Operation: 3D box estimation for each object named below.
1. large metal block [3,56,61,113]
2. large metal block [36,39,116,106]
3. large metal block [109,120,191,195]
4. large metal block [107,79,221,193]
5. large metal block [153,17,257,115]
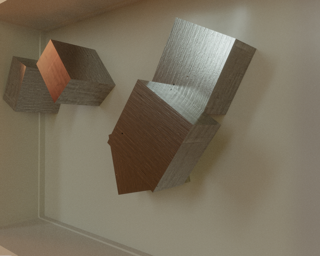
[{"bbox_3d":[-0.218,-0.074,0.547,0.050,0.081,0.079,35,111,34],"label":"large metal block"},{"bbox_3d":[-0.128,-0.082,0.474,0.050,0.081,0.080,-46,63,30],"label":"large metal block"},{"bbox_3d":[-0.015,0.038,0.401,0.080,0.050,0.080,-18,79,38],"label":"large metal block"},{"bbox_3d":[0.002,0.006,0.323,0.080,0.050,0.080,42,115,31],"label":"large metal block"},{"bbox_3d":[0.047,-0.069,0.350,0.080,0.050,0.079,34,111,34],"label":"large metal block"}]
